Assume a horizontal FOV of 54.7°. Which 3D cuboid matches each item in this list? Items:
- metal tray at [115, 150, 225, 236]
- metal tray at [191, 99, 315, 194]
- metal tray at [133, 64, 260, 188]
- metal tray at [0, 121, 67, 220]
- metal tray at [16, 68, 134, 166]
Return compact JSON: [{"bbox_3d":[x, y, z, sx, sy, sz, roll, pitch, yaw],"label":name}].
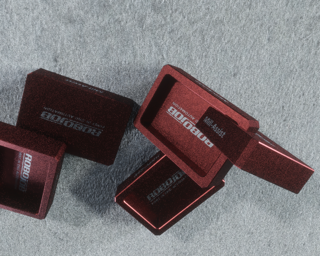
[{"bbox_3d":[0.013,0.082,0.437,0.130,0.030,0.090,-41,106,13],"label":"metal tray"},{"bbox_3d":[0.095,0.015,0.349,0.090,0.130,0.030,25,103,-25],"label":"metal tray"},{"bbox_3d":[0.036,-0.005,0.363,0.130,0.030,0.089,41,110,29],"label":"metal tray"},{"bbox_3d":[-0.182,0.061,0.408,0.091,0.030,0.129,20,125,-8],"label":"metal tray"},{"bbox_3d":[-0.110,-0.013,0.401,0.131,0.030,0.089,19,109,-7],"label":"metal tray"}]
